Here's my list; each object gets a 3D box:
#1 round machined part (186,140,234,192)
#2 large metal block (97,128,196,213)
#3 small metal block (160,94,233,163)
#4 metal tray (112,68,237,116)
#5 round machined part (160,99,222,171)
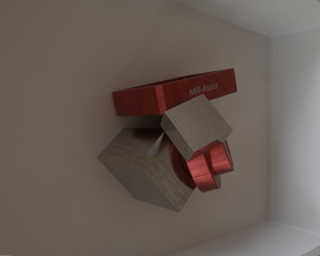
[{"bbox_3d":[0.058,0.024,0.369,0.098,0.042,0.097,-19,90,-76],"label":"round machined part"},{"bbox_3d":[-0.012,0.046,0.361,0.050,0.080,0.080,-52,121,-28],"label":"large metal block"},{"bbox_3d":[0.036,-0.001,0.317,0.050,0.025,0.050,-27,69,-24],"label":"small metal block"},{"bbox_3d":[0.020,-0.045,0.380,0.131,0.090,0.030,-19,103,-39],"label":"metal tray"},{"bbox_3d":[0.038,0.009,0.430,0.099,0.042,0.097,0,90,-40],"label":"round machined part"}]
